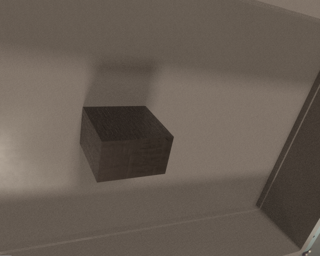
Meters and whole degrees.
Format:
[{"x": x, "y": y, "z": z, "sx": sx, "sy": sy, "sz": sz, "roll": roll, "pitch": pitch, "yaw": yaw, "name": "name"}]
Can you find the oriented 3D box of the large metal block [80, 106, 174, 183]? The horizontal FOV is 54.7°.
[{"x": -0.042, "y": 0.014, "z": 0.360, "sx": 0.081, "sy": 0.080, "sz": 0.050, "roll": -3, "pitch": 120, "yaw": -27, "name": "large metal block"}]
